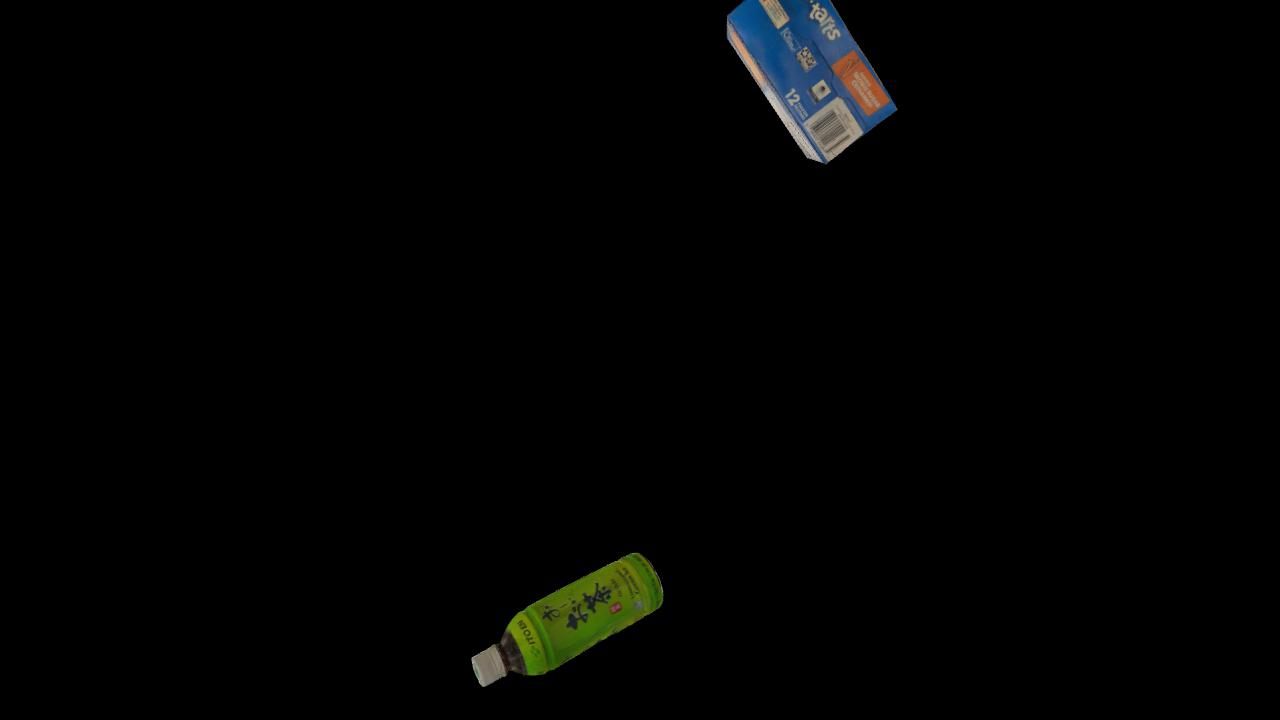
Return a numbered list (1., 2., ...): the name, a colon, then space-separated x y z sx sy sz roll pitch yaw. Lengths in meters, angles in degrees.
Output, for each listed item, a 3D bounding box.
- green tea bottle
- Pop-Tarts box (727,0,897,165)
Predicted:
1. green tea bottle: -0.077 0.284 0.667 0.212 0.073 0.073 -19 9 -29
2. Pop-Tarts box: 0.168 -0.296 0.627 0.083 0.167 0.141 -34 12 18
